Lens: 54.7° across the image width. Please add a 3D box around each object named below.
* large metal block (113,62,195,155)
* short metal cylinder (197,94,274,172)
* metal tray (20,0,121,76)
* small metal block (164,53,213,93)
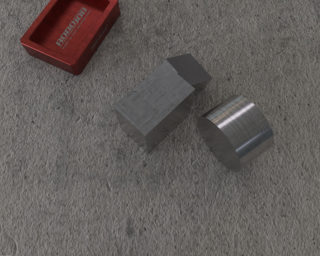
[{"bbox_3d":[-0.006,-0.021,0.387,0.050,0.080,0.080,43,76,14],"label":"large metal block"},{"bbox_3d":[0.090,0.006,0.377,0.050,0.080,0.080,-34,74,-11],"label":"short metal cylinder"},{"bbox_3d":[-0.129,-0.151,0.459,0.090,0.030,0.130,25,72,8],"label":"metal tray"},{"bbox_3d":[0.035,-0.072,0.423,0.050,0.025,0.050,-24,69,-41],"label":"small metal block"}]
